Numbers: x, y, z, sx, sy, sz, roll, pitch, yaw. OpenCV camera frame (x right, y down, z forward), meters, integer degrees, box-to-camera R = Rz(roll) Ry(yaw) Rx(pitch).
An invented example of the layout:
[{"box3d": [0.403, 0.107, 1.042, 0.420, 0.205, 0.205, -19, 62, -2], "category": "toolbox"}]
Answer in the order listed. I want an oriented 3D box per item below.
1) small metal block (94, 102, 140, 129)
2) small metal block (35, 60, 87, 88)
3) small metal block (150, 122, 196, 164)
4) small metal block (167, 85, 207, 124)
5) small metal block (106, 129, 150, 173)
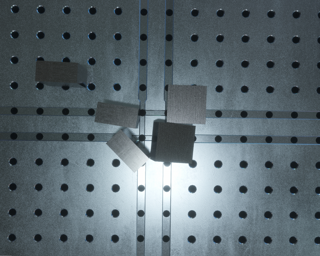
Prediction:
[{"box3d": [-0.053, -0.016, 0.400, 0.050, 0.050, 0.025, 9, 90, -1], "category": "small metal block"}, {"box3d": [-0.125, -0.068, 0.399, 0.050, 0.050, 0.025, 3, 90, -1], "category": "small metal block"}, {"box3d": [0.017, 0.019, 0.407, 0.050, 0.025, 0.050, 6, 90, -17], "category": "small metal block"}, {"box3d": [0.035, -0.031, 0.414, 0.050, 0.025, 0.050, 2, 90, -1], "category": "small metal block"}, {"box3d": [-0.039, 0.028, 0.400, 0.025, 0.050, 0.050, -44, 90, 1], "category": "small metal block"}]
